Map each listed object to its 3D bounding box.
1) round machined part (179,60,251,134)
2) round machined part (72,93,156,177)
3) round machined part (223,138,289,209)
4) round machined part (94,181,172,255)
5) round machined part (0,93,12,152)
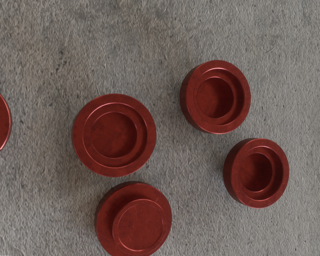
[{"bbox_3d":[0.071,-0.041,0.426,0.099,0.042,0.097,0,90,-20],"label":"round machined part"},{"bbox_3d":[-0.058,0.008,0.379,0.099,0.042,0.097,0,90,-20],"label":"round machined part"},{"bbox_3d":[0.133,0.063,0.449,0.099,0.042,0.097,0,90,-20],"label":"round machined part"},{"bbox_3d":[-0.030,0.119,0.389,0.099,0.042,0.097,0,90,-20],"label":"round machined part"},{"bbox_3d":[-0.208,-0.006,0.323,0.099,0.042,0.097,0,90,-20],"label":"round machined part"}]
